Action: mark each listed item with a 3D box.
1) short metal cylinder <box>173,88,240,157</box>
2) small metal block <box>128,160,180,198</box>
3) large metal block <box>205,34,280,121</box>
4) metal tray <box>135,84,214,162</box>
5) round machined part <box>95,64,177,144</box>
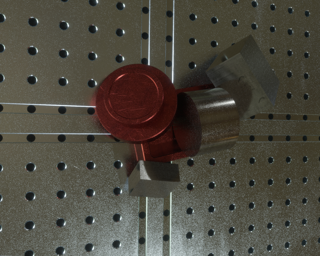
[{"bbox_3d":[0.054,-0.008,0.386,0.050,0.080,0.079,-10,94,-21],"label":"short metal cylinder"},{"bbox_3d":[-0.009,0.066,0.390,0.050,0.050,0.025,8,53,-19],"label":"small metal block"},{"bbox_3d":[0.114,-0.068,0.417,0.080,0.050,0.080,53,38,-13],"label":"large metal block"},{"bbox_3d":[0.029,-0.007,0.418,0.131,0.030,0.089,-12,94,-20],"label":"metal tray"},{"bbox_3d":[-0.029,-0.032,0.369,0.099,0.042,0.098,-1,76,3],"label":"round machined part"}]
